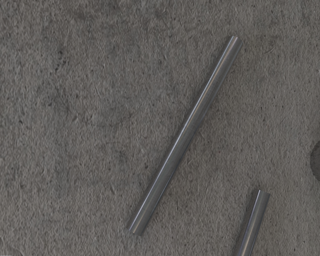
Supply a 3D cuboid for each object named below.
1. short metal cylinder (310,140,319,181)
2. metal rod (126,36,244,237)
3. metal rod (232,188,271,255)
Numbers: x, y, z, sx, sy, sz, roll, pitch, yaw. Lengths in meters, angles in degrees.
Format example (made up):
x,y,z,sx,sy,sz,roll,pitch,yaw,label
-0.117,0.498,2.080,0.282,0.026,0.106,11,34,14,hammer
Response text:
x,y,z,sx,sy,sz,roll,pitch,yaw,label
0.297,0.056,0.506,0.081,0.050,0.080,0,90,-20,short metal cylinder
0.038,0.004,0.423,0.025,0.025,0.300,32,79,-17,metal rod
0.102,0.234,0.447,0.025,0.025,0.299,23,82,-19,metal rod
